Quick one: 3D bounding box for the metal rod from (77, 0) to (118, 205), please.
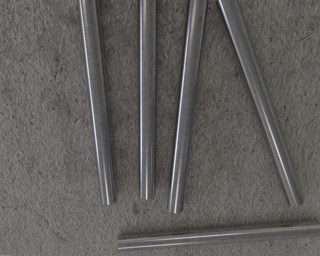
[{"bbox_3d":[-0.078,-0.036,0.395,0.025,0.025,0.298,-2,110,0],"label":"metal rod"}]

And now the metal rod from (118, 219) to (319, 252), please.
[{"bbox_3d":[0.088,0.163,0.470,0.302,0.025,0.025,-5,110,1],"label":"metal rod"}]

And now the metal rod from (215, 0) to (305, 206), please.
[{"bbox_3d":[0.136,-0.022,0.402,0.025,0.025,0.299,-23,109,8],"label":"metal rod"}]

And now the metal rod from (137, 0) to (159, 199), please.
[{"bbox_3d":[-0.016,-0.044,0.393,0.025,0.025,0.298,1,110,-1],"label":"metal rod"}]

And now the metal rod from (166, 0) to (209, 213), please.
[{"bbox_3d":[0.033,-0.022,0.401,0.025,0.025,0.298,4,110,-2],"label":"metal rod"}]
